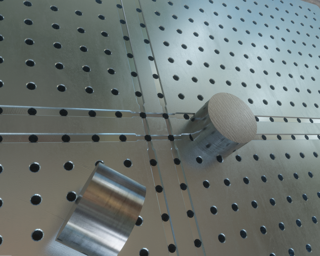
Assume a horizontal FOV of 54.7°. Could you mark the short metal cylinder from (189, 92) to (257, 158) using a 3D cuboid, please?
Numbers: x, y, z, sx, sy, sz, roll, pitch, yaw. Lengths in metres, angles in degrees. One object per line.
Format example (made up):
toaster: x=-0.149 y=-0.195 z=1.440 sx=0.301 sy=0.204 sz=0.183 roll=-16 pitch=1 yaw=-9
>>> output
short metal cylinder: x=0.090 y=-0.004 z=0.442 sx=0.081 sy=0.050 sz=0.080 roll=14 pitch=56 yaw=-21

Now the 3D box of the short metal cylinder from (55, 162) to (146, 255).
short metal cylinder: x=-0.055 y=0.079 z=0.294 sx=0.050 sy=0.080 sz=0.080 roll=30 pitch=52 yaw=-9
